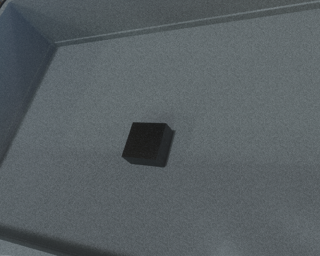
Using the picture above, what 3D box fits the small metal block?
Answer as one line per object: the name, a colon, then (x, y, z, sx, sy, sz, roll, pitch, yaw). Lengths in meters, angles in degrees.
small metal block: (-0.015, 0.021, 0.400, 0.050, 0.025, 0.050, 2, 63, 29)
